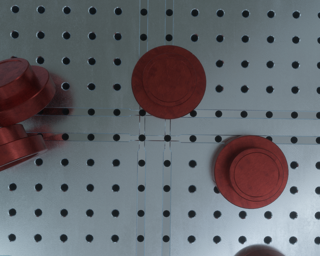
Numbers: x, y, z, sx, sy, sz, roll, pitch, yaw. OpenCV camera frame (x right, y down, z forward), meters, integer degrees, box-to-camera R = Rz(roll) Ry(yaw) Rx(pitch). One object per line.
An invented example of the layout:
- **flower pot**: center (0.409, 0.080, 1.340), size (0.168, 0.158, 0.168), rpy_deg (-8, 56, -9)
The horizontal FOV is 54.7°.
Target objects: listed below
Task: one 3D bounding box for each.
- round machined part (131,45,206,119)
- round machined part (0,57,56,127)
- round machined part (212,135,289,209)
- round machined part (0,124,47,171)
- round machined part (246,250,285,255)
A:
- **round machined part**: center (0.012, -0.060, 0.405), size (0.099, 0.042, 0.097), rpy_deg (0, 90, -1)
- **round machined part**: center (-0.182, -0.049, 0.374), size (0.099, 0.098, 0.042), rpy_deg (-15, 132, -1)
- **round machined part**: center (0.120, 0.058, 0.407), size (0.099, 0.042, 0.097), rpy_deg (0, 90, -1)
- **round machined part**: center (-0.193, 0.027, 0.374), size (0.098, 0.098, 0.042), rpy_deg (-24, 91, 0)
- **round machined part**: center (0.145, 0.217, 0.407), size (0.099, 0.042, 0.097), rpy_deg (0, 90, -1)
